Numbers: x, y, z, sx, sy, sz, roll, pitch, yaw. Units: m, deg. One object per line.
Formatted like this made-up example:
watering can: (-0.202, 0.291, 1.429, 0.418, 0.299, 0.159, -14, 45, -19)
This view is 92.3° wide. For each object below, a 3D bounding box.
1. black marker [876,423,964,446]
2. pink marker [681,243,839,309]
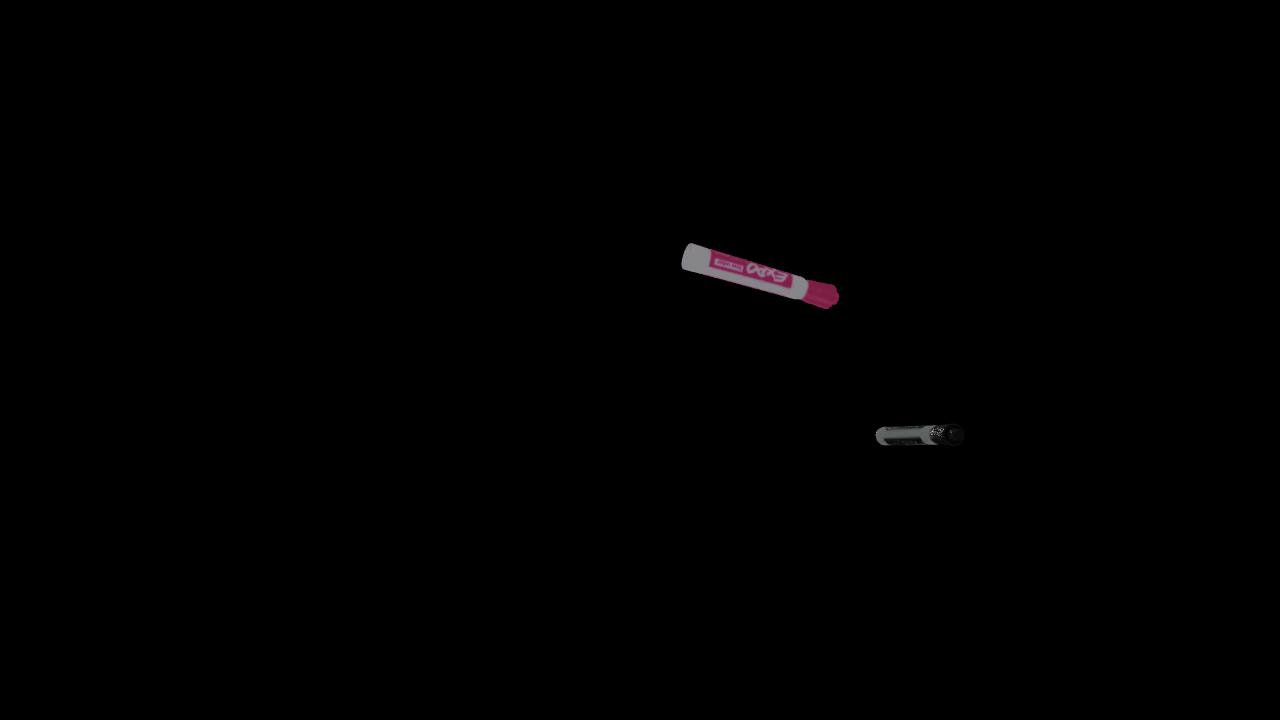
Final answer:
black marker: (0.253, 0.069, 0.561, 0.020, 0.020, 0.121, 0, -7, -6)
pink marker: (0.089, -0.059, 0.443, 0.121, 0.020, 0.020, 14, -3, -14)
